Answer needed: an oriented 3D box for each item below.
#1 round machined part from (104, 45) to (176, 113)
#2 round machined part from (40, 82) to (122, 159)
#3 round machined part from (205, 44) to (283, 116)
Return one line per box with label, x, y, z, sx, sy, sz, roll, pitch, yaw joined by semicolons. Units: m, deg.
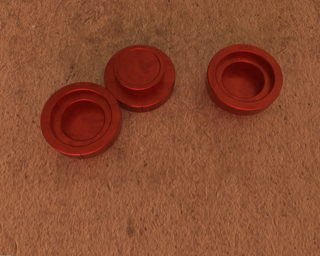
round machined part;-0.028;-0.074;0.426;0.099;0.042;0.098;0;70;0
round machined part;-0.098;-0.007;0.401;0.099;0.042;0.098;0;70;0
round machined part;0.111;-0.061;0.422;0.099;0.042;0.098;0;70;0
